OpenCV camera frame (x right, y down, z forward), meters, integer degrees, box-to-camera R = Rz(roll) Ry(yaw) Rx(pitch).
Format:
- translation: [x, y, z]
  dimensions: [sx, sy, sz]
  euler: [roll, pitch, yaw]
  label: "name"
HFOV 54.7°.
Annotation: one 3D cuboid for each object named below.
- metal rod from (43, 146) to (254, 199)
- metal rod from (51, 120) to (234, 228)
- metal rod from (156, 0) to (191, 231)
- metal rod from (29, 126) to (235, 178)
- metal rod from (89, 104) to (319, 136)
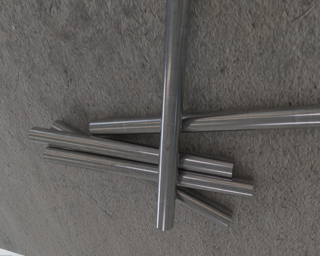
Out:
- translation: [-0.026, 0.058, 0.433]
  dimensions: [0.301, 0.025, 0.025]
  euler: [8, 122, 15]
  label: "metal rod"
- translation: [-0.034, 0.064, 0.464]
  dimensions: [0.301, 0.025, 0.025]
  euler: [26, 128, 11]
  label: "metal rod"
- translation: [0.013, -0.007, 0.364]
  dimensions: [0.025, 0.025, 0.298]
  euler: [12, 114, 22]
  label: "metal rod"
- translation: [-0.050, 0.030, 0.433]
  dimensions: [0.301, 0.025, 0.025]
  euler: [8, 122, 17]
  label: "metal rod"
- translation: [0.035, -0.007, 0.383]
  dimensions: [0.300, 0.025, 0.025]
  euler: [-3, 117, 29]
  label: "metal rod"
